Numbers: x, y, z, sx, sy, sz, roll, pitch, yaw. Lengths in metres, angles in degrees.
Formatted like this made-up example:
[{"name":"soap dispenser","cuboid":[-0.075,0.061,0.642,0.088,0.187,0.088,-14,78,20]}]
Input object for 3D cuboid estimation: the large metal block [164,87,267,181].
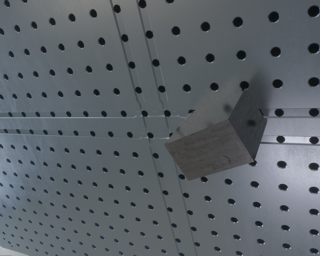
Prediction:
[{"name":"large metal block","cuboid":[0.064,0.006,0.346,0.080,0.080,0.050,-25,105,37]}]
